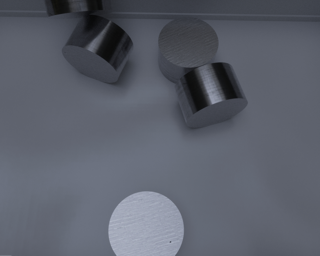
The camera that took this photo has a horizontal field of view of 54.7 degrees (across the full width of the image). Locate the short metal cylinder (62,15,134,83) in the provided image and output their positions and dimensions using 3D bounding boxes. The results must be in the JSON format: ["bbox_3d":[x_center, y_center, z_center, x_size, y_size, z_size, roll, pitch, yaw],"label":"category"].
[{"bbox_3d":[-0.083,-0.105,0.418,0.080,0.080,0.050,21,72,7],"label":"short metal cylinder"}]

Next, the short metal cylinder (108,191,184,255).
[{"bbox_3d":[-0.015,0.116,0.354,0.081,0.050,0.080,0,70,0],"label":"short metal cylinder"}]

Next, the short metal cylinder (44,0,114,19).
[{"bbox_3d":[-0.101,-0.165,0.379,0.081,0.080,0.050,-8,106,-3],"label":"short metal cylinder"}]

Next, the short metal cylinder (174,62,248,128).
[{"bbox_3d":[0.064,-0.040,0.396,0.081,0.080,0.050,-16,71,-6],"label":"short metal cylinder"}]

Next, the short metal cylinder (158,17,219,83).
[{"bbox_3d":[0.038,-0.107,0.436,0.081,0.050,0.080,0,70,0],"label":"short metal cylinder"}]
